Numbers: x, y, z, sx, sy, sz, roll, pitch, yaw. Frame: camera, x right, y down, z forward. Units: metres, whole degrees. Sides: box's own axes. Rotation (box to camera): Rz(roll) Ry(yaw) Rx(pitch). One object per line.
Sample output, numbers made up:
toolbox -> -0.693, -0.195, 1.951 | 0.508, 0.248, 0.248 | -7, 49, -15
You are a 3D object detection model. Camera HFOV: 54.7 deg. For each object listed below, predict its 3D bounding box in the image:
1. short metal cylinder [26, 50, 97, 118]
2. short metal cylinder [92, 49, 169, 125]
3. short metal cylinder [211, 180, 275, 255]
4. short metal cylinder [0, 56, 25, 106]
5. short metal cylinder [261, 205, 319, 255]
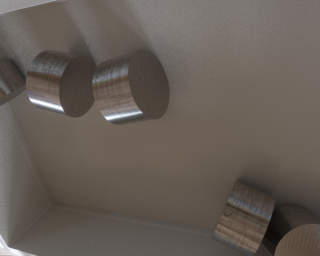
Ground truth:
short metal cylinder -> -0.124, -0.058, 0.403 | 0.050, 0.080, 0.079 | 14, 124, 20
short metal cylinder -> -0.031, -0.046, 0.361 | 0.050, 0.080, 0.080 | -9, 114, 32
short metal cylinder -> 0.103, 0.112, 0.387 | 0.050, 0.080, 0.079 | 23, 127, 15
short metal cylinder -> -0.247, -0.064, 0.464 | 0.080, 0.080, 0.050 | -24, 105, 36
short metal cylinder -> 0.166, 0.140, 0.368 | 0.081, 0.050, 0.079 | 0, 99, -1
